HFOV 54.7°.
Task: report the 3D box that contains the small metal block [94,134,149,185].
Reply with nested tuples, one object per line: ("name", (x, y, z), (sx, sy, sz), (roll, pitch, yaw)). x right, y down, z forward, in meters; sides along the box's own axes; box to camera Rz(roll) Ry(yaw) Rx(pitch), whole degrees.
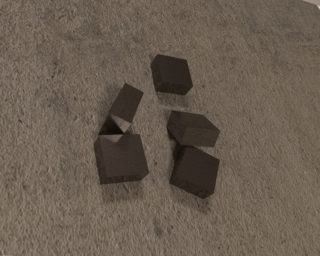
("small metal block", (-0.045, 0.035, 0.359), (0.050, 0.025, 0.050), (-1, 62, -29))

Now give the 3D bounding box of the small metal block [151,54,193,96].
("small metal block", (0.017, -0.079, 0.463), (0.050, 0.025, 0.050), (5, 60, -26))

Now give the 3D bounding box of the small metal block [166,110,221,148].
("small metal block", (0.043, 0.001, 0.413), (0.050, 0.025, 0.050), (6, 25, -25))

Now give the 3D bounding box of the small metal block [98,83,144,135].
("small metal block", (-0.047, -0.018, 0.374), (0.025, 0.050, 0.050), (27, 52, -12))

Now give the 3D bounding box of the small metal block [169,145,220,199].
("small metal block", (0.045, 0.055, 0.396), (0.050, 0.025, 0.050), (28, 52, -11))
